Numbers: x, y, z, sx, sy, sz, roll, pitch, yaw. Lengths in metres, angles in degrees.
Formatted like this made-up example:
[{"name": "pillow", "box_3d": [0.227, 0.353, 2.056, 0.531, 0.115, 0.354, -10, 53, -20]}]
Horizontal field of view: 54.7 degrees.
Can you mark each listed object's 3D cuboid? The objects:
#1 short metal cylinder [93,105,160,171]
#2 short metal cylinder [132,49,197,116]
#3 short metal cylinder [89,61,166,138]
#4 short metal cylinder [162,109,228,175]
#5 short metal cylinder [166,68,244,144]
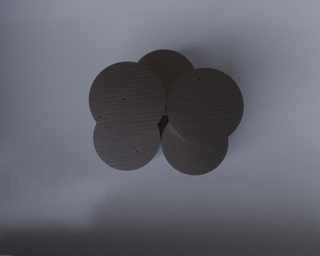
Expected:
[{"name": "short metal cylinder", "box_3d": [-0.040, 0.011, 0.397, 0.081, 0.050, 0.080, 0, 90, 0]}, {"name": "short metal cylinder", "box_3d": [0.005, -0.055, 0.397, 0.081, 0.050, 0.080, 0, 90, 0]}, {"name": "short metal cylinder", "box_3d": [-0.034, -0.030, 0.347, 0.081, 0.050, 0.080, 0, 90, 0]}, {"name": "short metal cylinder", "box_3d": [0.042, 0.017, 0.397, 0.081, 0.050, 0.080, 0, 90, 0]}, {"name": "short metal cylinder", "box_3d": [0.047, -0.023, 0.347, 0.081, 0.050, 0.080, 0, 90, 0]}]
